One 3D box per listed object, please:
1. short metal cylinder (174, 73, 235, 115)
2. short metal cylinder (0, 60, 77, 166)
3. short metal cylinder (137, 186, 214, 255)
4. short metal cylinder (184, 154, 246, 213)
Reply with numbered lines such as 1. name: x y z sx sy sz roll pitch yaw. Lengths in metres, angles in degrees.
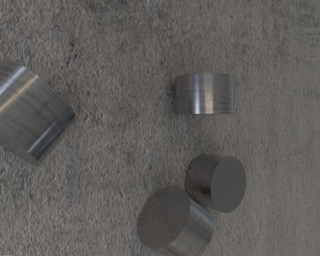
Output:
1. short metal cylinder: 0.060 -0.043 0.419 0.081 0.080 0.050 -2 92 -40
2. short metal cylinder: -0.121 -0.011 0.267 0.080 0.080 0.050 49 61 -29
3. short metal cylinder: 0.019 0.119 0.385 0.050 0.080 0.080 43 64 -32
4. short metal cylinder: 0.082 0.080 0.458 0.081 0.050 0.080 0 90 -40
